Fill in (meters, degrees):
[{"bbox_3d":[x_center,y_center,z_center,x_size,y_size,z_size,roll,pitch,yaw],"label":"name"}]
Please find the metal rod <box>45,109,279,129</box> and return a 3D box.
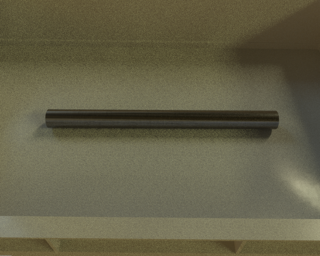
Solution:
[{"bbox_3d":[0.003,-0.012,0.412,0.302,0.025,0.025,0,50,0],"label":"metal rod"}]
